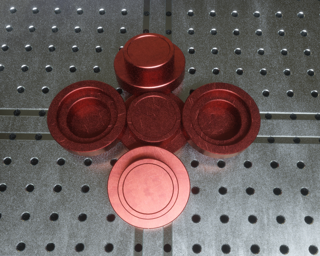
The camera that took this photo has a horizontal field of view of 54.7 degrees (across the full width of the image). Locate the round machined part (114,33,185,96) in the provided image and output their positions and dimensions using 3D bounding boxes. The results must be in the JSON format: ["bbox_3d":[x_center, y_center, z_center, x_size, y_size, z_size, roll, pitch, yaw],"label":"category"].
[{"bbox_3d":[-0.014,-0.092,0.424,0.099,0.042,0.098,-1,56,1],"label":"round machined part"}]

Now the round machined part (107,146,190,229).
[{"bbox_3d":[-0.013,0.069,0.365,0.099,0.042,0.097,0,85,0],"label":"round machined part"}]

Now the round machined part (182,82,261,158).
[{"bbox_3d":[0.077,-0.007,0.406,0.099,0.042,0.098,0,70,-1],"label":"round machined part"}]

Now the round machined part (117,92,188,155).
[{"bbox_3d":[-0.008,-0.008,0.404,0.099,0.042,0.098,0,70,-1],"label":"round machined part"}]

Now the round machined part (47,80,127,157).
[{"bbox_3d":[-0.091,-0.010,0.405,0.099,0.042,0.098,0,70,-1],"label":"round machined part"}]
